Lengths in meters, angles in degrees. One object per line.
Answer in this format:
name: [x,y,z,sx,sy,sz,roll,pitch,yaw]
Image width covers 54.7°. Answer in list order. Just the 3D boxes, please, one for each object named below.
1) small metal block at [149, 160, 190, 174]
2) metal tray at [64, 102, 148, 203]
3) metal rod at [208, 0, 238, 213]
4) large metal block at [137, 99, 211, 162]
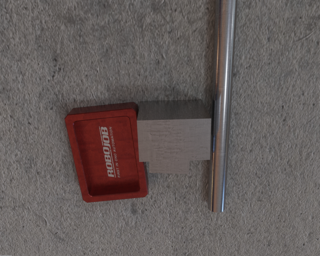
small metal block: [0.012,0.037,0.410,0.050,0.050,0.025,2,110,-1]
metal tray: [-0.068,0.035,0.418,0.091,0.030,0.129,-6,110,1]
metal rod: [0.079,-0.023,0.402,0.025,0.025,0.298,-1,110,0]
large metal block: [0.016,0.000,0.381,0.081,0.080,0.050,-2,110,0]
